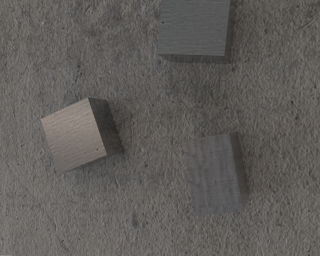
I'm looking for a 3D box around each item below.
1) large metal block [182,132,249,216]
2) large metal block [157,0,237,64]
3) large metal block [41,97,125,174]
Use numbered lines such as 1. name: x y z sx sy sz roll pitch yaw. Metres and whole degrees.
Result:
1. large metal block: 0.067 0.048 0.356 0.050 0.080 0.080 -11 87 20
2. large metal block: 0.046 -0.124 0.379 0.080 0.050 0.079 6 92 20
3. large metal block: -0.107 0.011 0.434 0.080 0.050 0.080 -22 83 18
